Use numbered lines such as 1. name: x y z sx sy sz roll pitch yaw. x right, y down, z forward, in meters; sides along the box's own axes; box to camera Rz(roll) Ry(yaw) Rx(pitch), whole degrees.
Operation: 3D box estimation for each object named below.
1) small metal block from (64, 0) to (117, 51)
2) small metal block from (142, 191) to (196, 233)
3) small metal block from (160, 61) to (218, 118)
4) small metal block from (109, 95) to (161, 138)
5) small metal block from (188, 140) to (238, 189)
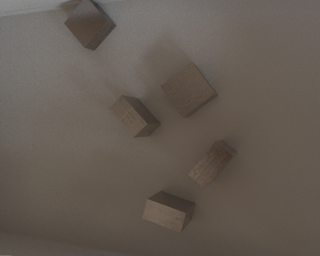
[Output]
1. small metal block: -0.100 -0.148 0.442 0.050 0.025 0.050 -43 79 18
2. small metal block: 0.013 0.104 0.392 0.050 0.050 0.025 16 95 19
3. small metal block: 0.038 -0.048 0.397 0.050 0.025 0.050 -37 79 16
4. small metal block: -0.031 -0.015 0.407 0.025 0.050 0.050 -45 77 14
5. small metal block: 0.065 0.042 0.374 0.025 0.050 0.050 41 103 15
